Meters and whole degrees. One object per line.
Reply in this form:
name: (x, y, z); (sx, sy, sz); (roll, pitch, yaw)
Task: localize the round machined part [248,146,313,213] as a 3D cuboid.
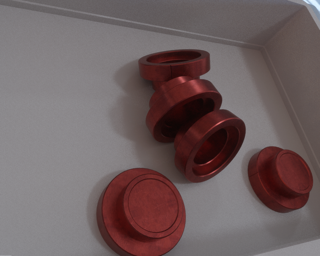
round machined part: (0.182, 0.070, 0.452); (0.099, 0.042, 0.098); (14, 56, -21)

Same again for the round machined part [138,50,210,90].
round machined part: (0.021, -0.079, 0.434); (0.099, 0.098, 0.042); (-27, 121, -37)

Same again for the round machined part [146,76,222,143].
round machined part: (0.026, -0.027, 0.392); (0.099, 0.097, 0.042); (-11, 58, -33)

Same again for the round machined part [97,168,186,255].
round machined part: (-0.015, 0.088, 0.334); (0.099, 0.042, 0.098); (14, 56, -21)

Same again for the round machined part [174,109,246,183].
round machined part: (0.057, 0.018, 0.388); (0.099, 0.097, 0.042); (-14, 42, -34)
